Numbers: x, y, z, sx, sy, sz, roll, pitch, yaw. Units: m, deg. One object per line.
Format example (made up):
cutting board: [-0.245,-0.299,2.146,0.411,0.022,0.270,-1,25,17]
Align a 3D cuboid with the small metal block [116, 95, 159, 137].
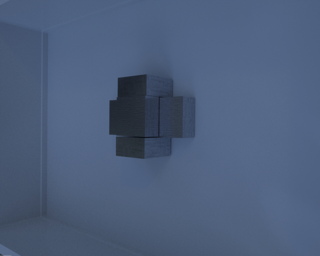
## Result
small metal block: [-0.029,-0.015,0.395,0.050,0.025,0.050,1,91,39]

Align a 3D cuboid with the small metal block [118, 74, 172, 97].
small metal block: [-0.019,-0.052,0.404,0.050,0.050,0.025,1,91,40]

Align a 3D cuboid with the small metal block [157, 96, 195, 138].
small metal block: [0.016,-0.013,0.392,0.050,0.025,0.050,1,91,39]

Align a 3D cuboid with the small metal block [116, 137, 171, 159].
small metal block: [-0.022,0.024,0.404,0.050,0.050,0.025,1,91,40]

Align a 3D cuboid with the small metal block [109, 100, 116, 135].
small metal block: [-0.046,-0.015,0.442,0.050,0.025,0.050,1,91,40]
